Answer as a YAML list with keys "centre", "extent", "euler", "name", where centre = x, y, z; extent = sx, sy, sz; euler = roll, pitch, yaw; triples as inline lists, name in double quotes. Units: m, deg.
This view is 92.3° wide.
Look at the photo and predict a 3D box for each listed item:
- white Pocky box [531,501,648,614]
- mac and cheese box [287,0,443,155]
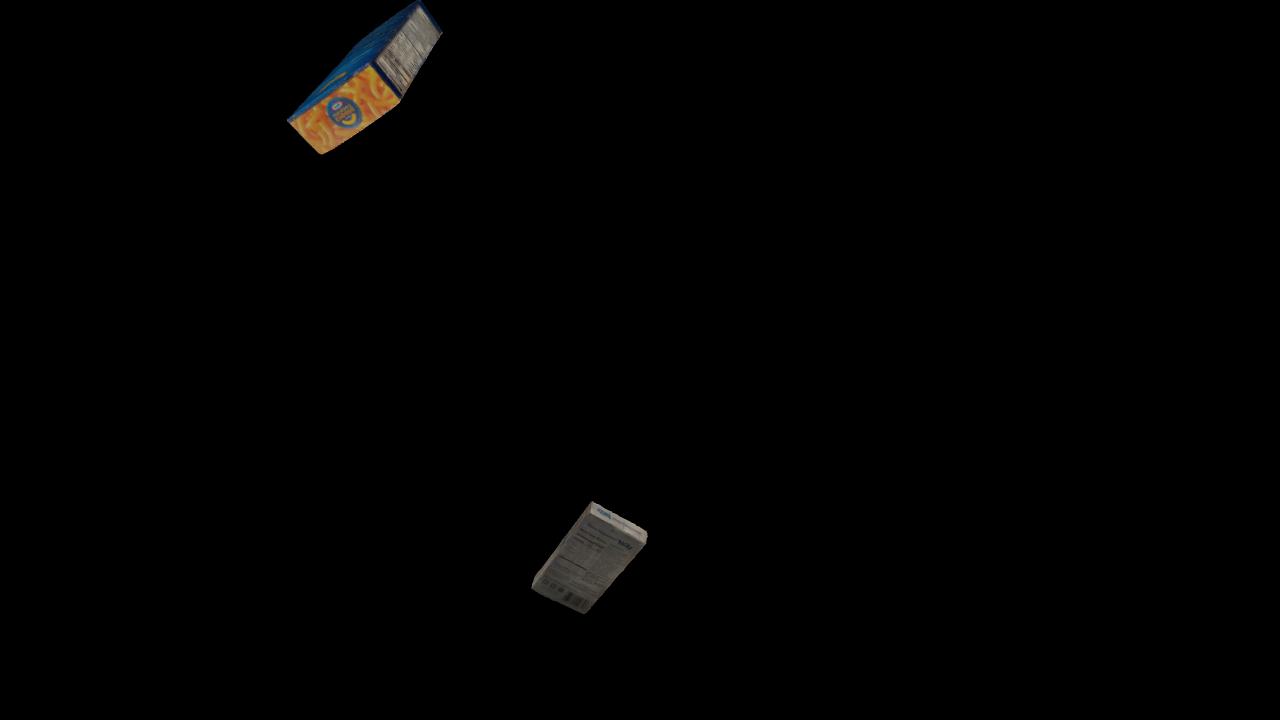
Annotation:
- centre: [-0.066, 0.253, 0.778]
  extent: [0.084, 0.154, 0.028]
  euler: [31, 25, -10]
  name: "white Pocky box"
- centre: [-0.241, -0.261, 0.556]
  extent: [0.093, 0.184, 0.041]
  euler: [-22, -49, 18]
  name: "mac and cheese box"
